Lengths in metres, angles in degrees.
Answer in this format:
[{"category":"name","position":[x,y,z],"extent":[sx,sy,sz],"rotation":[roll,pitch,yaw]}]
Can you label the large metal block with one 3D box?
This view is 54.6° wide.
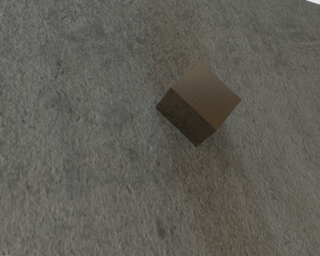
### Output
[{"category":"large metal block","position":[0.055,-0.034,0.438],"extent":[0.080,0.050,0.080],"rotation":[44,51,2]}]
